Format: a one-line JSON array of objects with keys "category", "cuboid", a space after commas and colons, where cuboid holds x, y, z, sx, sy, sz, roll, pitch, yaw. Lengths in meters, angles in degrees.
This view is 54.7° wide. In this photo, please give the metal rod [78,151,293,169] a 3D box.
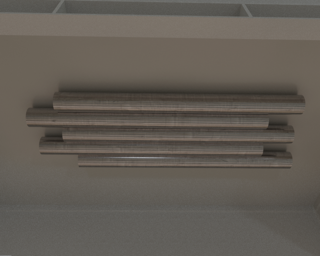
[{"category": "metal rod", "cuboid": [0.036, 0.045, 0.446, 0.302, 0.025, 0.025, 1, 130, -1]}]

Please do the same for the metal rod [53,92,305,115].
[{"category": "metal rod", "cuboid": [0.024, -0.030, 0.382, 0.302, 0.025, 0.025, 1, 130, -1]}]

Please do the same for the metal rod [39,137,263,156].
[{"category": "metal rod", "cuboid": [-0.011, 0.026, 0.429, 0.302, 0.025, 0.025, 1, 130, -1]}]

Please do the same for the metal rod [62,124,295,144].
[{"category": "metal rod", "cuboid": [0.025, 0.007, 0.414, 0.302, 0.025, 0.025, 1, 130, -1]}]

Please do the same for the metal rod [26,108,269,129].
[{"category": "metal rod", "cuboid": [-0.014, -0.012, 0.397, 0.302, 0.025, 0.025, 1, 130, -1]}]
